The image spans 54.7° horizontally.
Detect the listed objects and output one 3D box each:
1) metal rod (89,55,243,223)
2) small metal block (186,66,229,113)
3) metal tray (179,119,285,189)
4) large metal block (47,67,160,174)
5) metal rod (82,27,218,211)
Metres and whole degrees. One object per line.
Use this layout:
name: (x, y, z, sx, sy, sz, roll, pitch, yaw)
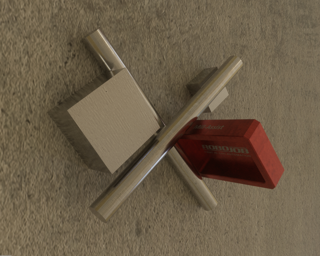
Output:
metal rod: (0.025, -0.005, 0.396, 0.301, 0.025, 0.025, -47, 118, -30)
small metal block: (0.073, -0.058, 0.469, 0.050, 0.025, 0.050, -43, 116, -32)
metal tray: (0.084, 0.032, 0.410, 0.030, 0.130, 0.090, -50, 120, -28)
large metal block: (-0.059, -0.009, 0.341, 0.080, 0.050, 0.080, -44, 117, -31)
metal rod: (0.000, 0.006, 0.408, 0.025, 0.025, 0.299, -50, 120, -29)
